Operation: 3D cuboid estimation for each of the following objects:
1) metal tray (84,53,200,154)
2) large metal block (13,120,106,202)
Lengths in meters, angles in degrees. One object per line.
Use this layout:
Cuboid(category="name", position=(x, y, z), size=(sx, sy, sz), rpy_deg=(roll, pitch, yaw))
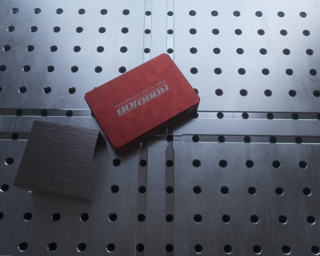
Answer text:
Cuboid(category="metal tray", position=(-0.023, -0.035, 0.422), size=(0.131, 0.030, 0.090), rpy_deg=(-30, 73, -11))
Cuboid(category="large metal block", position=(-0.119, 0.042, 0.382), size=(0.080, 0.050, 0.080), rpy_deg=(8, 70, 3))
